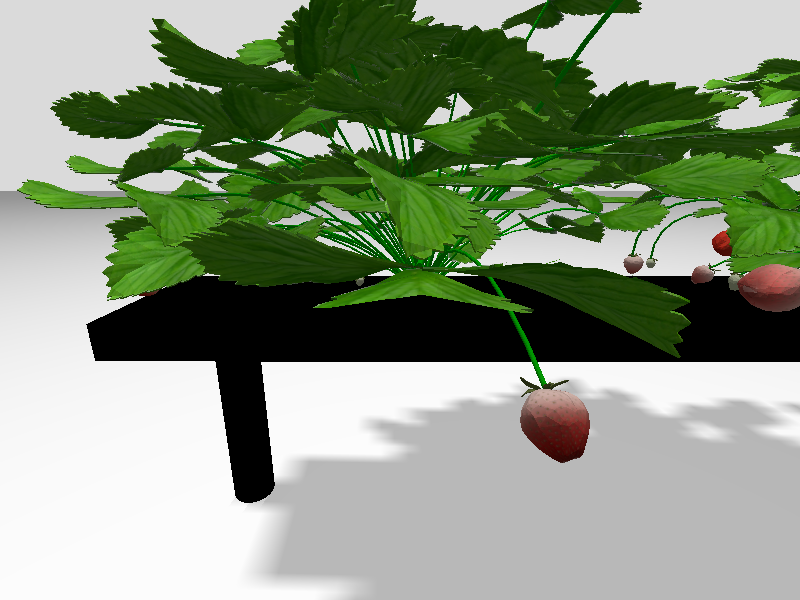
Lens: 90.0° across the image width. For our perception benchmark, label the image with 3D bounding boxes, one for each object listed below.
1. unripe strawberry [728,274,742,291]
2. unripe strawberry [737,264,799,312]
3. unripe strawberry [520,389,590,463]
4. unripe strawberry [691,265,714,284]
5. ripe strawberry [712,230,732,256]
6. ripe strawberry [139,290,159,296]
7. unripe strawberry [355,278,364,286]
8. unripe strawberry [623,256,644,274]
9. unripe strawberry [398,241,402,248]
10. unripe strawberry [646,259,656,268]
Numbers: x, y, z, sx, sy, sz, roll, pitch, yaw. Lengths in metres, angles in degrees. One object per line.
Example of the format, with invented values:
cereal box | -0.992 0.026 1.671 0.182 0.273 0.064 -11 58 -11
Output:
unripe strawberry | 0.314 -0.016 0.374 0.013 0.015 0.015 17 18 0
unripe strawberry | 0.284 -0.009 0.307 0.038 0.037 0.042 -5 18 -15
unripe strawberry | 0.059 0.047 0.151 0.026 0.026 0.023 -3 -32 -10
unripe strawberry | 0.298 -0.024 0.396 0.019 0.019 0.018 -43 4 20
ripe strawberry | 0.436 -0.077 0.534 0.032 0.036 0.034 -3 17 -10
ripe strawberry | -0.231 -0.019 0.353 0.036 0.035 0.034 -13 17 2
unripe strawberry | -0.040 -0.019 0.397 0.010 0.010 0.009 10 19 29
unripe strawberry | 0.258 -0.039 0.443 0.019 0.020 0.018 7 18 21
unripe strawberry | 0.004 -0.081 0.575 0.013 0.012 0.012 -1 17 -4
unripe strawberry | 0.290 -0.042 0.464 0.010 0.011 0.011 10 20 29
